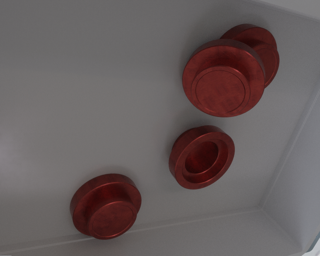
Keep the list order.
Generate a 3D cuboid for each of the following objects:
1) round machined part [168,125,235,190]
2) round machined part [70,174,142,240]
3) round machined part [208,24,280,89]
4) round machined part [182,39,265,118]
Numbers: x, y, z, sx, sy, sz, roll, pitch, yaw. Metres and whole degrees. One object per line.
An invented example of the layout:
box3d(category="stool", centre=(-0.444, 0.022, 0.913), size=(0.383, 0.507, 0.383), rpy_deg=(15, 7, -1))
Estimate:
box3d(category="round machined part", centre=(0.056, 0.038, 0.452), size=(0.099, 0.042, 0.097), rpy_deg=(-14, 124, -21))
box3d(category="round machined part", centre=(-0.071, 0.115, 0.430), size=(0.099, 0.042, 0.097), rpy_deg=(-14, 124, -21))
box3d(category="round machined part", centre=(0.117, -0.083, 0.410), size=(0.099, 0.042, 0.097), rpy_deg=(-14, 124, -21))
box3d(category="round machined part", centre=(0.075, -0.052, 0.372), size=(0.098, 0.042, 0.097), rpy_deg=(9, 128, 12))
